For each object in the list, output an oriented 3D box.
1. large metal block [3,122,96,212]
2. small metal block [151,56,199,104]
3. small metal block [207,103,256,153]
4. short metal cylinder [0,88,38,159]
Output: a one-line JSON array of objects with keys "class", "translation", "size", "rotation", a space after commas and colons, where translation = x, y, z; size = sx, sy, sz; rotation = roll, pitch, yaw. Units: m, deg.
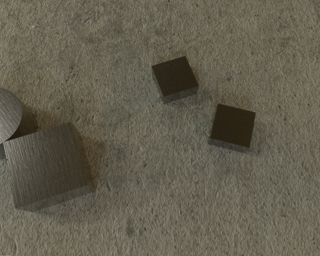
[{"class": "large metal block", "translation": [-0.132, 0.048, 0.376], "size": [0.080, 0.050, 0.080], "rotation": [-18, 71, -7]}, {"class": "small metal block", "translation": [0.020, -0.067, 0.433], "size": [0.050, 0.025, 0.050], "rotation": [-18, 71, -7]}, {"class": "small metal block", "translation": [0.094, 0.000, 0.409], "size": [0.050, 0.025, 0.050], "rotation": [14, 71, 5]}, {"class": "short metal cylinder", "translation": [-0.206, -0.005, 0.395], "size": [0.081, 0.050, 0.080], "rotation": [0, 70, 0]}]
